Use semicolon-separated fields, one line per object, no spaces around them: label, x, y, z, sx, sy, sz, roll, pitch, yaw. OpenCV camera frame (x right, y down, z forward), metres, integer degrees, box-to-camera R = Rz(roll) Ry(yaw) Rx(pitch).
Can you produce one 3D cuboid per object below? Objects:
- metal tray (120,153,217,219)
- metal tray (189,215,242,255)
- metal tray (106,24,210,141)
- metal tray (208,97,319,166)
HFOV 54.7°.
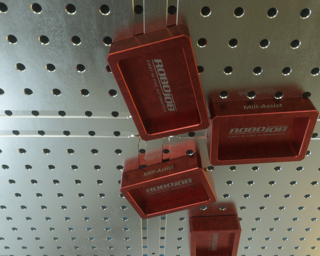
metal tray;0.014;0.095;0.489;0.130;0.030;0.090;-17;129;13
metal tray;0.103;0.220;0.597;0.091;0.030;0.129;-3;130;2
metal tray;0.003;-0.047;0.367;0.090;0.030;0.129;-12;129;10
metal tray;0.132;0.007;0.416;0.131;0.030;0.089;-4;130;2
